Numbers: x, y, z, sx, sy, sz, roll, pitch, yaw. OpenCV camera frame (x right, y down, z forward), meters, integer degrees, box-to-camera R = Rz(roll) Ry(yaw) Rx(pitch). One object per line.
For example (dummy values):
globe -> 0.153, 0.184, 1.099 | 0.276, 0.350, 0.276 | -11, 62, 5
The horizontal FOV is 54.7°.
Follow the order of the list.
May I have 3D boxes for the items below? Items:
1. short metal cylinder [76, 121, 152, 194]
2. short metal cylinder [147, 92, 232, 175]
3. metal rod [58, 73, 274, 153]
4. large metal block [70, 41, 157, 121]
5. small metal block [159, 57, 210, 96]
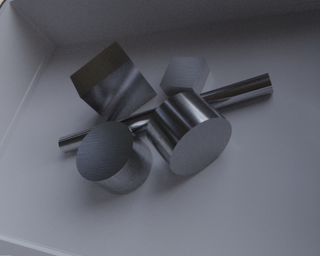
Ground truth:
short metal cylinder -> -0.057, 0.038, 0.392 | 0.080, 0.050, 0.080 | -13, 56, 20
short metal cylinder -> 0.032, 0.006, 0.347 | 0.080, 0.080, 0.050 | -40, 51, 0
metal rod -> -0.006, -0.014, 0.415 | 0.301, 0.025, 0.025 | -16, 55, 18
large metal block -> -0.064, -0.060, 0.438 | 0.080, 0.080, 0.050 | -37, 51, 3
small metal block -> 0.034, -0.070, 0.428 | 0.050, 0.025, 0.050 | 9, 66, 31
